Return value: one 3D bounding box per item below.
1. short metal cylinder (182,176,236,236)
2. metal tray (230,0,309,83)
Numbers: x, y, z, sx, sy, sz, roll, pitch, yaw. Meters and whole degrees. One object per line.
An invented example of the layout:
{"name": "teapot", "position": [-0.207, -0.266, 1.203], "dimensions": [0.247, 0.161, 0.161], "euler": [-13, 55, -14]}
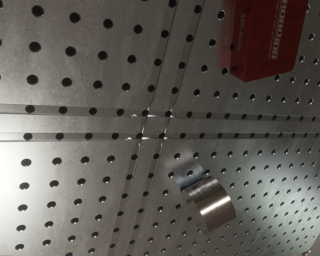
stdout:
{"name": "short metal cylinder", "position": [0.077, 0.124, 0.497], "dimensions": [0.050, 0.080, 0.080], "euler": [-25, 128, -13]}
{"name": "metal tray", "position": [0.144, -0.132, 0.407], "dimensions": [0.091, 0.030, 0.129], "euler": [-16, 125, -20]}
